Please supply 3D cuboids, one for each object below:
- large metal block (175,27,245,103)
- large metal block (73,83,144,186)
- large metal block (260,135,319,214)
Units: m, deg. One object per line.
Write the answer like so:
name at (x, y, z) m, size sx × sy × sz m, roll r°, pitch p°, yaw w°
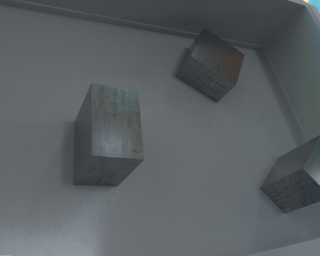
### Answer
large metal block at (0.081, -0.101, 0.497) m, size 0.080 × 0.050 × 0.080 m, roll 31°, pitch 52°, yaw -9°
large metal block at (-0.059, 0.011, 0.333) m, size 0.050 × 0.080 × 0.080 m, roll 7°, pitch 59°, yaw -25°
large metal block at (0.203, 0.067, 0.442) m, size 0.050 × 0.080 × 0.080 m, roll 47°, pitch 51°, yaw 4°
